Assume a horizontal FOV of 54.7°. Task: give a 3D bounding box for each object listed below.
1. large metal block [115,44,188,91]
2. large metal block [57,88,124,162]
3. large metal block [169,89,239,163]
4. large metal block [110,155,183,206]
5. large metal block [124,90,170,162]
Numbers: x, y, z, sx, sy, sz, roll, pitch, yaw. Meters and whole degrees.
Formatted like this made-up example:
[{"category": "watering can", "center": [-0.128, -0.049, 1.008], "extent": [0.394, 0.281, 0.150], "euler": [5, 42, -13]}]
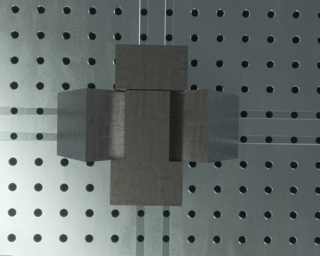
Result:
[{"category": "large metal block", "center": [-0.010, -0.068, 0.385], "extent": [0.081, 0.080, 0.050], "euler": [1, 90, -1]}, {"category": "large metal block", "center": [-0.086, -0.004, 0.378], "extent": [0.050, 0.080, 0.079], "euler": [0, 91, -40]}, {"category": "large metal block", "center": [0.056, -0.002, 0.378], "extent": [0.050, 0.081, 0.079], "euler": [1, 89, 37]}, {"category": "large metal block", "center": [-0.015, 0.061, 0.385], "extent": [0.081, 0.080, 0.050], "euler": [1, 90, -1]}, {"category": "large metal block", "center": [-0.015, -0.002, 0.385], "extent": [0.050, 0.080, 0.079], "euler": [1, 90, 0]}]
